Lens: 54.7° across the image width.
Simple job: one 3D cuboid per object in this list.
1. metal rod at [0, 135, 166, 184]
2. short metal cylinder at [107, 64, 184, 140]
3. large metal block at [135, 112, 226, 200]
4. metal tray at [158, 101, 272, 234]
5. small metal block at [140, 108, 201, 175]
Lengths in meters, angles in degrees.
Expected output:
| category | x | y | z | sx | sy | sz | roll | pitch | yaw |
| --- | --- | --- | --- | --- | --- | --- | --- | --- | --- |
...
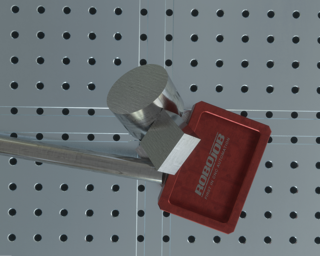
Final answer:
| category | x | y | z | sx | sy | sz | roll | pitch | yaw |
| --- | --- | --- | --- | --- | --- | --- | --- | --- | --- |
| metal rod | -0.142 | 0.031 | 0.382 | 0.301 | 0.025 | 0.025 | 8 | 90 | 11 |
| short metal cylinder | -0.017 | -0.032 | 0.379 | 0.080 | 0.080 | 0.050 | -35 | 133 | 0 |
| large metal block | 0.025 | 0.035 | 0.400 | 0.080 | 0.050 | 0.080 | -35 | 90 | 0 |
| metal tray | 0.061 | 0.044 | 0.359 | 0.090 | 0.030 | 0.129 | 21 | 90 | 0 |
| small metal block | 0.010 | 0.015 | 0.341 | 0.025 | 0.050 | 0.050 | 21 | 111 | -39 |
